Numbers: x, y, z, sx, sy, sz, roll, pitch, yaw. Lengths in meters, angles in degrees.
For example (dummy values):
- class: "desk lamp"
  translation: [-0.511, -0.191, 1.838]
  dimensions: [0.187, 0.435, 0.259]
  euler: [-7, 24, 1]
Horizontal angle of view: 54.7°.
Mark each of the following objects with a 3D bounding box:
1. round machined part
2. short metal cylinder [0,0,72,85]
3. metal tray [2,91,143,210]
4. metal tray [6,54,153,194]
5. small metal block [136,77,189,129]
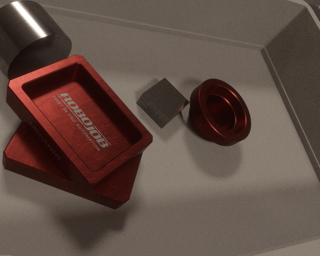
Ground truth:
- class: "round machined part"
  translation: [0.081, -0.019, 0.446]
  dimensions: [0.099, 0.042, 0.098]
  euler: [18, 56, -29]
- class: "short metal cylinder"
  translation: [-0.148, -0.094, 0.348]
  dimensions: [0.050, 0.080, 0.081]
  euler: [50, 51, 6]
- class: "metal tray"
  translation: [-0.088, 0.024, 0.342]
  dimensions: [0.131, 0.030, 0.090]
  euler: [25, 53, -14]
- class: "metal tray"
  translation: [-0.082, -0.009, 0.325]
  dimensions: [0.130, 0.030, 0.091]
  euler: [49, 51, 6]
- class: "small metal block"
  translation: [0.005, -0.035, 0.431]
  dimensions: [0.050, 0.025, 0.050]
  euler: [46, 51, 3]
